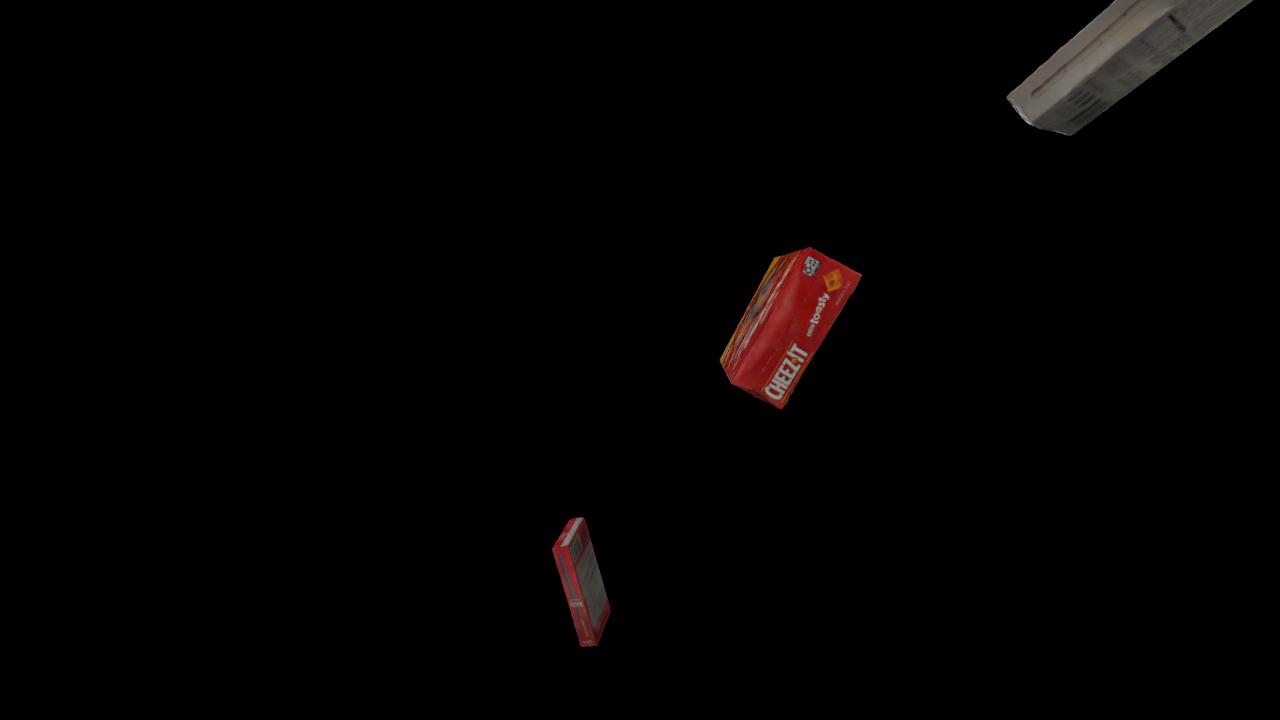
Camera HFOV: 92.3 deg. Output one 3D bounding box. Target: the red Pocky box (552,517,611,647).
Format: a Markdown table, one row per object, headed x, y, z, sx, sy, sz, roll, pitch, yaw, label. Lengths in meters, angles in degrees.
| x | y | z | sx | sy | sz | roll | pitch | yaw | label |
| --- | --- | --- | --- | --- | --- | --- | --- | --- | --- |
| -0.080 | 0.309 | 0.861 | 0.028 | 0.155 | 0.083 | -12 | 10 | 13 | red Pocky box |

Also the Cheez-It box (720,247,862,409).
| x | y | z | sx | sy | sz | roll | pitch | yaw | label |
| --- | --- | --- | --- | --- | --- | --- | --- | --- | --- |
| 0.167 | -0.044 | 0.740 | 0.071 | 0.166 | 0.223 | 28 | 7 | 1 | Cheez-It box |

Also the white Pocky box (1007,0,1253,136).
| x | y | z | sx | sy | sz | roll | pitch | yaw | label |
| --- | --- | --- | --- | --- | --- | --- | --- | --- | --- |
| 0.291 | -0.191 | 0.335 | 0.084 | 0.028 | 0.154 | -10 | -24 | -40 | white Pocky box |
